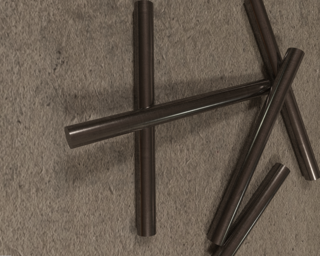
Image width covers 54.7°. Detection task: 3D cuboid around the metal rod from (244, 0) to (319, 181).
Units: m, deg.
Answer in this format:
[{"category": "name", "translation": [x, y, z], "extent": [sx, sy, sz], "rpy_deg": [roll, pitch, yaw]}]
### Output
[{"category": "metal rod", "translation": [0.193, -0.057, 0.482], "extent": [0.025, 0.025, 0.299], "rpy_deg": [-25, 99, -19]}]

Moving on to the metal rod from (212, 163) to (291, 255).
[{"category": "metal rod", "translation": [0.098, 0.174, 0.447], "extent": [0.025, 0.025, 0.300], "rpy_deg": [43, 76, -15]}]

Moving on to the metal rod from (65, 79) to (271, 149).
[{"category": "metal rod", "translation": [0.031, -0.026, 0.400], "extent": [0.303, 0.025, 0.025], "rpy_deg": [-16, 96, -28]}]

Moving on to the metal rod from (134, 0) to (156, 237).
[{"category": "metal rod", "translation": [-0.019, -0.012, 0.402], "extent": [0.025, 0.025, 0.298], "rpy_deg": [-1, 90, -20]}]

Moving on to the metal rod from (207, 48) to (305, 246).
[{"category": "metal rod", "translation": [0.138, 0.025, 0.446], "extent": [0.025, 0.025, 0.299], "rpy_deg": [25, 87, -19]}]
